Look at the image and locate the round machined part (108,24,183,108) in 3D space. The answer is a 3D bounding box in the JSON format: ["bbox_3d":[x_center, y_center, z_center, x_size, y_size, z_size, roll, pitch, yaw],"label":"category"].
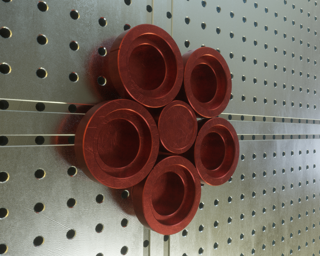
[{"bbox_3d":[-0.021,-0.073,0.379,0.099,0.042,0.097,0,90,-40],"label":"round machined part"}]

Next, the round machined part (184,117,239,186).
[{"bbox_3d":[0.070,0.033,0.455,0.099,0.042,0.097,0,90,-40],"label":"round machined part"}]

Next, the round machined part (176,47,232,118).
[{"bbox_3d":[0.055,-0.063,0.442,0.099,0.042,0.097,0,90,-40],"label":"round machined part"}]

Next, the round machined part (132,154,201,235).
[{"bbox_3d":[0.004,0.083,0.400,0.099,0.042,0.097,0,90,-40],"label":"round machined part"}]

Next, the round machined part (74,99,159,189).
[{"bbox_3d":[-0.052,0.017,0.353,0.099,0.042,0.097,0,90,-40],"label":"round machined part"}]

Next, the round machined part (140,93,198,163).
[{"bbox_3d":[0.011,-0.001,0.406,0.099,0.042,0.097,0,90,-40],"label":"round machined part"}]
